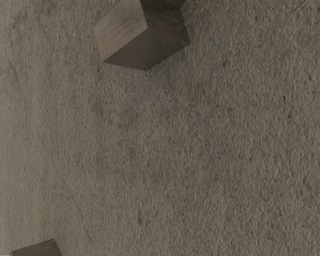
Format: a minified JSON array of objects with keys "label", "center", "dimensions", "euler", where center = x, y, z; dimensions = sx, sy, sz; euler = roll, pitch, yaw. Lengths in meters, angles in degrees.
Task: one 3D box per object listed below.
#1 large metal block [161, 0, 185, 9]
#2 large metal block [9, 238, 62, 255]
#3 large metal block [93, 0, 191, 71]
[{"label":"large metal block","center":[-0.009,-0.199,0.376],"dimensions":[0.080,0.081,0.050],"euler":[52,121,27]},{"label":"large metal block","center":[-0.235,0.256,0.563],"dimensions":[0.050,0.081,0.080],"euler":[52,120,27]},{"label":"large metal block","center":[-0.022,-0.116,0.388],"dimensions":[0.080,0.081,0.050],"euler":[-25,75,37]}]
